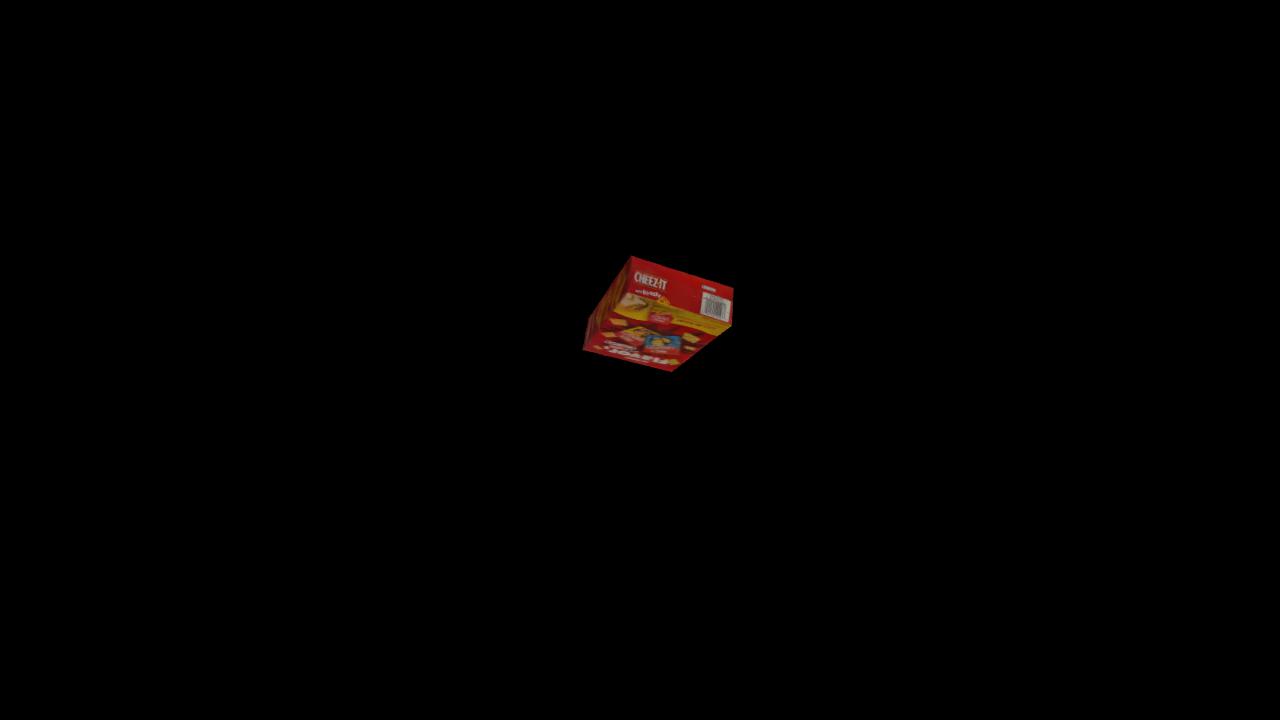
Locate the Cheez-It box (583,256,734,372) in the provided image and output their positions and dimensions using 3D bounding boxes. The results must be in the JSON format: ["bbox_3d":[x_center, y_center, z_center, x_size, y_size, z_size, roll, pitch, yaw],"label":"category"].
[{"bbox_3d":[0.022,-0.061,0.956,0.166,0.071,0.223,15,-25,-16],"label":"Cheez-It box"}]
